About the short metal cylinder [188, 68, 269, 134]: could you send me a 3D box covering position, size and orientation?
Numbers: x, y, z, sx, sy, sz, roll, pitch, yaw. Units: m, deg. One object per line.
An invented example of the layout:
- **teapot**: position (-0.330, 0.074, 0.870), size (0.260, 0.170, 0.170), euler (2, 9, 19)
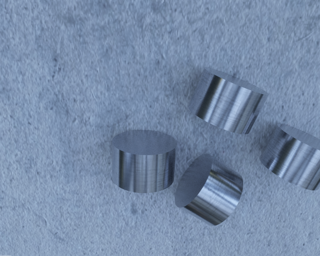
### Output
- **short metal cylinder**: position (0.080, -0.034, 0.369), size (0.080, 0.080, 0.050), euler (19, 109, -8)

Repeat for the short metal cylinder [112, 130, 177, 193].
- **short metal cylinder**: position (-0.020, 0.040, 0.395), size (0.081, 0.080, 0.050), euler (3, 110, -2)

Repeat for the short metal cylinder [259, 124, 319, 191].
- **short metal cylinder**: position (0.177, 0.035, 0.396), size (0.080, 0.080, 0.050), euler (20, 109, -8)

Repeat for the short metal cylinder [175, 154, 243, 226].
- **short metal cylinder**: position (0.064, 0.081, 0.411), size (0.050, 0.080, 0.080), euler (33, 107, -12)
